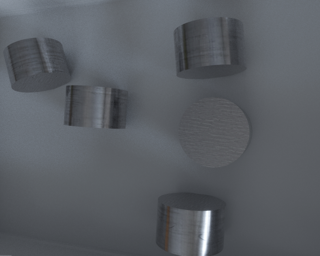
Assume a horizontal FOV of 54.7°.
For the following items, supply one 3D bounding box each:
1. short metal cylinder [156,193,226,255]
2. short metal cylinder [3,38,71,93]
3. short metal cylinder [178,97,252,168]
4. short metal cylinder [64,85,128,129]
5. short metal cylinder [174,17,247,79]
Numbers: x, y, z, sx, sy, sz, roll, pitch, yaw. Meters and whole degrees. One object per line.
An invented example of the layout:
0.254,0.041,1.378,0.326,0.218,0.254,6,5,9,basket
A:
0.036,0.111,0.368,0.080,0.080,0.050,4,91,20,short metal cylinder
-0.174,-0.088,0.443,0.080,0.080,0.050,-18,84,19,short metal cylinder
0.068,0.005,0.373,0.080,0.050,0.080,0,90,20,short metal cylinder
-0.084,-0.027,0.411,0.080,0.080,0.050,5,92,20,short metal cylinder
0.058,-0.089,0.361,0.080,0.080,0.050,-5,89,20,short metal cylinder
